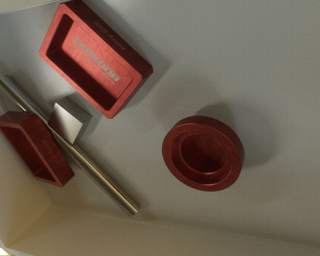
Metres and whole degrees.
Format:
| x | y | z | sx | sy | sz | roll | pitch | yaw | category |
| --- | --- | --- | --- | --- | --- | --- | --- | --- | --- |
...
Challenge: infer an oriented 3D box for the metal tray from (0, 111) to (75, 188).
| x | y | z | sx | sy | sz | roll | pitch | yaw | category |
| --- | --- | --- | --- | --- | --- | --- | --- | --- | --- |
| -0.205 | 0.035 | 0.510 | 0.090 | 0.030 | 0.129 | 5 | 129 | 38 | metal tray |

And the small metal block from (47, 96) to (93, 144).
| x | y | z | sx | sy | sz | roll | pitch | yaw | category |
| --- | --- | --- | --- | --- | --- | --- | --- | --- | --- |
| -0.137 | -0.012 | 0.472 | 0.050 | 0.025 | 0.050 | 38 | 129 | 2 | small metal block |

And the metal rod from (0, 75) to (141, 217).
| x | y | z | sx | sy | sz | roll | pitch | yaw | category |
| --- | --- | --- | --- | --- | --- | --- | --- | --- | --- |
| -0.145 | 0.032 | 0.502 | 0.300 | 0.025 | 0.025 | 46 | 129 | -5 | metal rod |

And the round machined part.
| x | y | z | sx | sy | sz | roll | pitch | yaw | category |
| --- | --- | --- | --- | --- | --- | --- | --- | --- | --- |
| 0.056 | 0.028 | 0.385 | 0.098 | 0.042 | 0.097 | 13 | 124 | 20 | round machined part |

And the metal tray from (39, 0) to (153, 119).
| x | y | z | sx | sy | sz | roll | pitch | yaw | category |
| --- | --- | --- | --- | --- | --- | --- | --- | --- | --- |
| -0.084 | -0.085 | 0.395 | 0.130 | 0.030 | 0.090 | 43 | 129 | -2 | metal tray |
